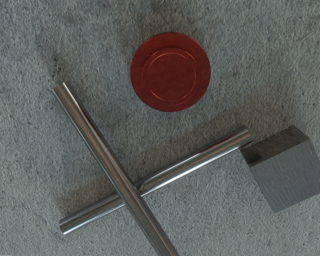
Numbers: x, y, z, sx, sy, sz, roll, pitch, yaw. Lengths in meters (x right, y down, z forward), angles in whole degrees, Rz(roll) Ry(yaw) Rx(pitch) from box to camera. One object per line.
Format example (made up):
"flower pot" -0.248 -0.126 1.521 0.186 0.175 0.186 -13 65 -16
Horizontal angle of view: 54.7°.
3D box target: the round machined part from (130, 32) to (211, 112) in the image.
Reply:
"round machined part" 0.013 -0.065 0.377 0.099 0.042 0.097 0 110 -1

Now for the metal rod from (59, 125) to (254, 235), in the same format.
"metal rod" -0.012 0.077 0.438 0.301 0.025 0.025 -28 108 9

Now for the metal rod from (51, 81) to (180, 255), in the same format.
"metal rod" -0.050 0.074 0.413 0.025 0.025 0.299 -30 99 10

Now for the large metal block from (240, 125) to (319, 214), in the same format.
"large metal block" 0.168 0.055 0.419 0.080 0.050 0.080 -28 108 9
